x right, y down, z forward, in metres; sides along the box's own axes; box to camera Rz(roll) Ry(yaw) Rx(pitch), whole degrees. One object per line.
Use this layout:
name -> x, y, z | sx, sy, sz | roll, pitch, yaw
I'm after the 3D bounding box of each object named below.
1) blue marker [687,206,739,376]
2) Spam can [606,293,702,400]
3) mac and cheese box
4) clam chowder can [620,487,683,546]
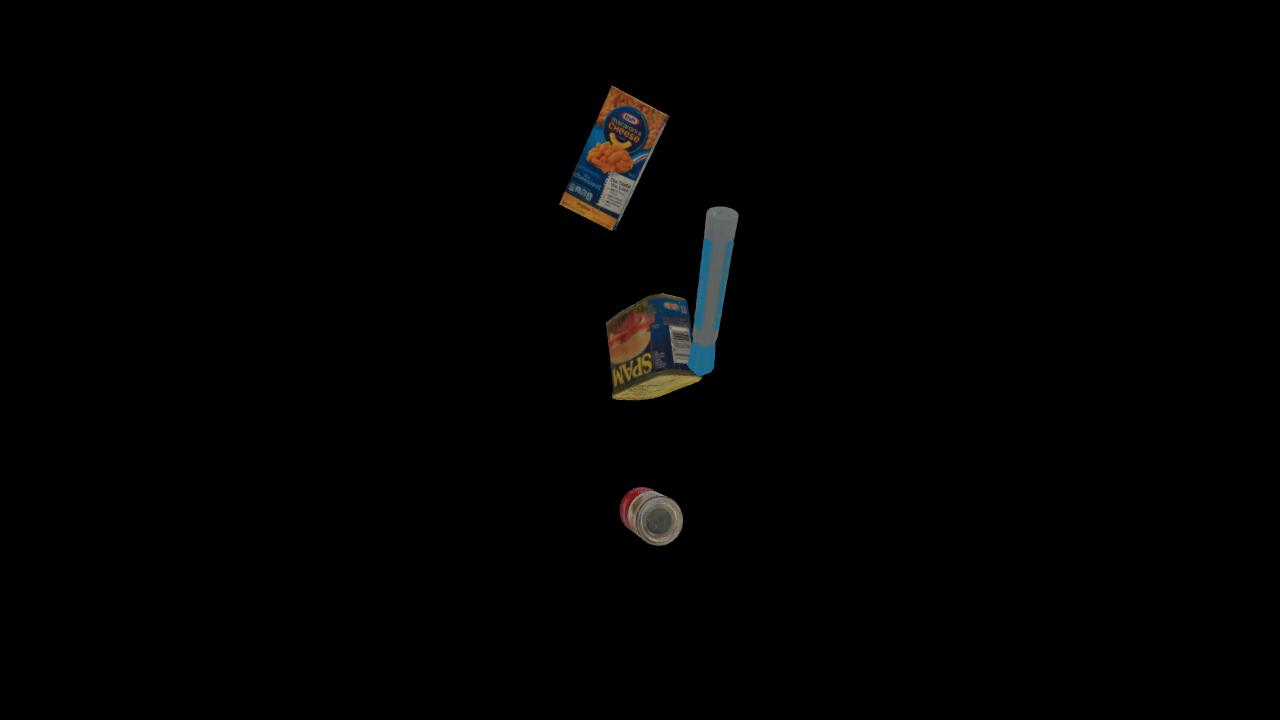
blue marker -> 0.045, -0.038, 0.395 | 0.020, 0.121, 0.020 | 2, 38, -2
Spam can -> 0.011, -0.011, 0.631 | 0.058, 0.085, 0.101 | 5, -19, -37
mac and cheese box -> -0.039, -0.295, 0.910 | 0.093, 0.184, 0.041 | 27, 18, 1
clam chowder can -> 0.015, 0.218, 0.864 | 0.068, 0.068, 0.102 | 0, -5, -15
